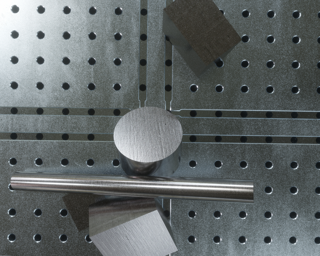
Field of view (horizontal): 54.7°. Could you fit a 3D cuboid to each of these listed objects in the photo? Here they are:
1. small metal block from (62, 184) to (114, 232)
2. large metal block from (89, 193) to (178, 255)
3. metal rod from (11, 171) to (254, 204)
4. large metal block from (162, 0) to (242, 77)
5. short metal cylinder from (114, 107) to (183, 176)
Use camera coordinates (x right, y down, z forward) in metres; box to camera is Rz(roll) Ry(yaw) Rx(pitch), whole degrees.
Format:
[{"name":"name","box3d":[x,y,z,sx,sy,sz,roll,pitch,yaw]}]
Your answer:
[{"name":"small metal block","box3d":[-0.093,0.101,0.412,0.050,0.025,0.050,-27,90,-1]},{"name":"large metal block","box3d":[-0.033,0.124,0.383,0.080,0.050,0.080,-22,123,0]},{"name":"metal rod","box3d":[-0.046,0.068,0.366,0.301,0.025,0.025,-1,90,18]},{"name":"large metal block","box3d":[0.048,-0.116,0.386,0.050,0.080,0.080,-37,90,0]},{"name":"short metal cylinder","box3d":[-0.013,0.020,0.382,0.081,0.050,0.080,-1,53,1]}]
